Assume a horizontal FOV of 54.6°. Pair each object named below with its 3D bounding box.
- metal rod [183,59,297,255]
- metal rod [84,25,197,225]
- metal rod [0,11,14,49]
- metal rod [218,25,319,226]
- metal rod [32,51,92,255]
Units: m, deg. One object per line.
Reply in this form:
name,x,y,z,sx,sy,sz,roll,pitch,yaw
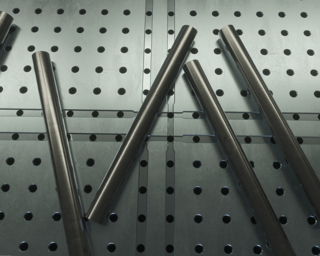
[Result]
metal rod,0.099,0.040,0.397,0.025,0.025,0.299,-20,71,-7
metal rod,-0.018,-0.017,0.417,0.025,0.025,0.300,23,71,8
metal rod,-0.271,-0.033,0.422,0.025,0.025,0.299,13,70,5
metal rod,0.152,-0.015,0.418,0.025,0.025,0.299,-20,71,-7
metal rod,-0.129,0.031,0.399,0.025,0.025,0.299,-16,71,-6
